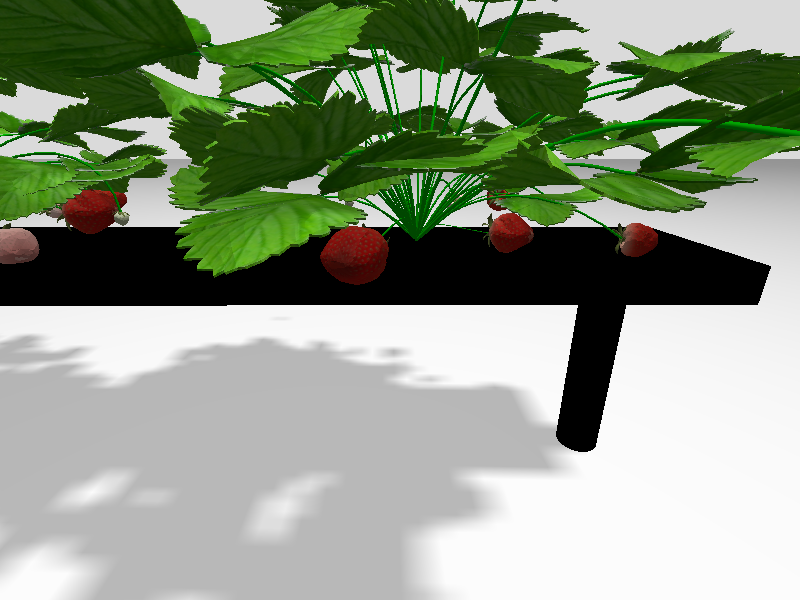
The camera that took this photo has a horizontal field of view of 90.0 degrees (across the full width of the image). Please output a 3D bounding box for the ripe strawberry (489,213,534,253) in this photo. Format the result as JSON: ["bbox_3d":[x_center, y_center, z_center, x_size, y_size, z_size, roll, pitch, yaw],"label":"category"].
[{"bbox_3d":[0.085,-0.050,0.304,0.031,0.031,0.034,14,25,31],"label":"ripe strawberry"}]

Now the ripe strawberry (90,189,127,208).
[{"bbox_3d":[-0.364,-0.128,0.499,0.040,0.042,0.044,9,9,22],"label":"ripe strawberry"}]

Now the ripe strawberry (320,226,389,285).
[{"bbox_3d":[-0.027,-0.024,0.230,0.039,0.035,0.036,7,23,17],"label":"ripe strawberry"}]

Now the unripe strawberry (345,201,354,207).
[{"bbox_3d":[-0.061,-0.117,0.486,0.011,0.011,0.010,-11,23,-26],"label":"unripe strawberry"}]

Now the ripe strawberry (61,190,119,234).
[{"bbox_3d":[-0.285,-0.082,0.372,0.041,0.040,0.045,-3,21,-10],"label":"ripe strawberry"}]

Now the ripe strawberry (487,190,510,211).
[{"bbox_3d":[0.128,-0.128,0.506,0.035,0.031,0.031,13,6,31],"label":"ripe strawberry"}]

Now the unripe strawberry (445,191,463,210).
[{"bbox_3d":[0.070,-0.125,0.509,0.028,0.025,0.025,7,3,17],"label":"unripe strawberry"}]

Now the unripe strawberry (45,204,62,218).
[{"bbox_3d":[-0.405,-0.108,0.472,0.021,0.022,0.023,5,21,12],"label":"unripe strawberry"}]

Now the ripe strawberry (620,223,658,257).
[{"bbox_3d":[0.176,-0.044,0.295,0.024,0.026,0.022,8,22,18],"label":"ripe strawberry"}]

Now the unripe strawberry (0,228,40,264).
[{"bbox_3d":[-0.263,-0.035,0.273,0.026,0.025,0.028,34,31,12],"label":"unripe strawberry"}]
